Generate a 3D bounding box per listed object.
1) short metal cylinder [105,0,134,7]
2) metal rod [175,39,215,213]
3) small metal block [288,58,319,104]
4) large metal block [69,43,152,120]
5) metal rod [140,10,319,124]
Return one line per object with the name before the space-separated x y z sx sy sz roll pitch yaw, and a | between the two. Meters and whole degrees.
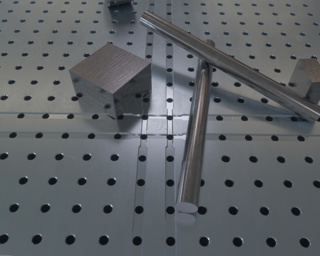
short metal cylinder | -0.087 -0.286 0.612 0.050 0.080 0.080 -17 52 -14
metal rod | 0.055 -0.027 0.430 0.025 0.025 0.300 8 50 6
small metal block | 0.213 -0.065 0.448 0.025 0.050 0.050 -3 50 -3
large metal block | -0.069 -0.070 0.450 0.080 0.050 0.080 30 56 22
metal rod | 0.096 -0.097 0.461 0.300 0.025 0.025 34 57 14
